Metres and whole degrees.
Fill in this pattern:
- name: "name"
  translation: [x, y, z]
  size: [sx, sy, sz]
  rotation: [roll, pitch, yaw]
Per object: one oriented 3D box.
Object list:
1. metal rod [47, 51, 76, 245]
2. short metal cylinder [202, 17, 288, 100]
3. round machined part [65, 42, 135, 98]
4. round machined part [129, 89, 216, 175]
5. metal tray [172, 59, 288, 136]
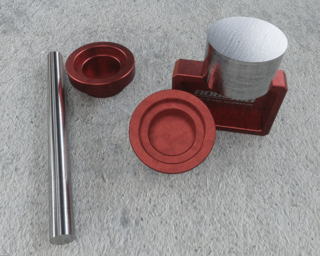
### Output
- name: "metal rod"
  translation: [-0.132, 0.000, 0.401]
  size: [0.025, 0.025, 0.300]
  rotation: [-10, 51, -9]
- name: "short metal cylinder"
  translation: [0.088, -0.076, 0.334]
  size: [0.081, 0.050, 0.080]
  rotation: [0, 50, 0]
- name: "round machined part"
  translation: [-0.086, -0.082, 0.460]
  size: [0.099, 0.042, 0.098]
  rotation: [0, 50, 0]
- name: "round machined part"
  translation: [0.015, 0.007, 0.370]
  size: [0.099, 0.042, 0.098]
  rotation: [0, 79, 2]
- name: "metal tray"
  translation: [0.081, -0.036, 0.392]
  size: [0.131, 0.089, 0.030]
  rotation: [8, 51, 6]
